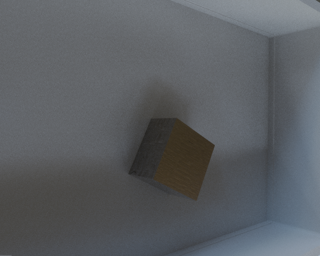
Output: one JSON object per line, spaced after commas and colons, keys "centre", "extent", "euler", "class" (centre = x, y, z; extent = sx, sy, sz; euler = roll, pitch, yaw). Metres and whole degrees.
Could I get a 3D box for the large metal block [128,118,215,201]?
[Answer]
{"centre": [0.018, 0.041, 0.407], "extent": [0.080, 0.050, 0.080], "euler": [34, 69, -35], "class": "large metal block"}
